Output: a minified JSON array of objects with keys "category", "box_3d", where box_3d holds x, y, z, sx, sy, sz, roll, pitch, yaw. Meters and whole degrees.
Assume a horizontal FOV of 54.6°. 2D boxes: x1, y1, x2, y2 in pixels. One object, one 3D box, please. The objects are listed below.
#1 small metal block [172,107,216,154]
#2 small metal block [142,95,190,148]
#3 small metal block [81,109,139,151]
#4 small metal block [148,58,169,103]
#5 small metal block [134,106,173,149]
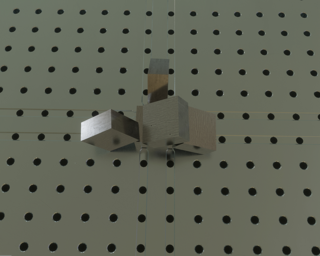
[{"category":"small metal block","box_3d":[0.045,0.003,0.399,0.050,0.025,0.050,14,67,-28]},{"category":"small metal block","box_3d":[0.007,-0.006,0.375,0.050,0.025,0.050,-13,66,30]},{"category":"small metal block","box_3d":[-0.062,0.004,0.386,0.050,0.050,0.025,-21,61,29]},{"category":"small metal block","box_3d":[-0.002,-0.058,0.409,0.025,0.050,0.050,3,34,2]},{"category":"small metal block","box_3d":[-0.006,-0.001,0.412,0.050,0.025,0.050,2,70,1]}]
